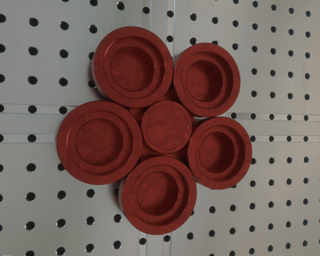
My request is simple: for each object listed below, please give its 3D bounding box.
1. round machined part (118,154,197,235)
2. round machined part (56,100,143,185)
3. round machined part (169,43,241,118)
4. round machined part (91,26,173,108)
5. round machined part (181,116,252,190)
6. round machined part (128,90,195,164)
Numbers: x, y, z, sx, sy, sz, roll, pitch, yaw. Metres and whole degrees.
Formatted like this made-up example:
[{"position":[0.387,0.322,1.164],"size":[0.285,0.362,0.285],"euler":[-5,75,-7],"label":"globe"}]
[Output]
[{"position":[-0.006,0.083,0.401],"size":[0.099,0.042,0.097],"euler":[0,90,-20],"label":"round machined part"},{"position":[-0.074,0.017,0.376],"size":[0.099,0.042,0.097],"euler":[0,90,-20],"label":"round machined part"},{"position":[0.056,-0.063,0.424],"size":[0.099,0.042,0.097],"euler":[0,90,-20],"label":"round machined part"},{"position":[-0.036,-0.073,0.390],"size":[0.099,0.042,0.097],"euler":[0,90,-20],"label":"round machined part"},{"position":[0.074,0.033,0.430],"size":[0.099,0.042,0.097],"euler":[0,90,-20],"label":"round machined part"},{"position":[0.003,-0.001,0.404],"size":[0.099,0.042,0.097],"euler":[0,90,-20],"label":"round machined part"}]
